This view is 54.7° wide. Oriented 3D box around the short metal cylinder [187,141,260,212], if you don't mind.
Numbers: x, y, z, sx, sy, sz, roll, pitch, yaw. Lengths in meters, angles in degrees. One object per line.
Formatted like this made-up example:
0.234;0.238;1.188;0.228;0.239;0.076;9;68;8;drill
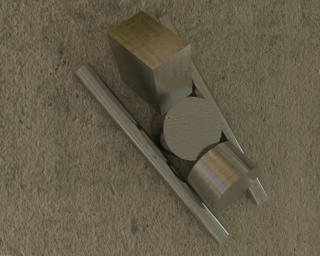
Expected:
0.083;0.064;0.405;0.080;0.080;0.050;-33;59;-17;short metal cylinder

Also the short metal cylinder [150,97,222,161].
0.033;0.001;0.409;0.081;0.050;0.080;0;90;-20;short metal cylinder

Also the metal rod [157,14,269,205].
0.076;-0.018;0.438;0.025;0.025;0.299;-34;101;-17;metal rod

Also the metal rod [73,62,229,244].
-0.004;0.042;0.408;0.025;0.025;0.300;-43;104;-15;metal rod

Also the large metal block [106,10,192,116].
-0.009;-0.074;0.361;0.050;0.080;0.080;-38;61;-16;large metal block
